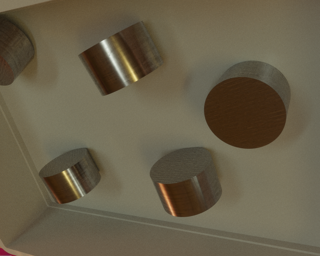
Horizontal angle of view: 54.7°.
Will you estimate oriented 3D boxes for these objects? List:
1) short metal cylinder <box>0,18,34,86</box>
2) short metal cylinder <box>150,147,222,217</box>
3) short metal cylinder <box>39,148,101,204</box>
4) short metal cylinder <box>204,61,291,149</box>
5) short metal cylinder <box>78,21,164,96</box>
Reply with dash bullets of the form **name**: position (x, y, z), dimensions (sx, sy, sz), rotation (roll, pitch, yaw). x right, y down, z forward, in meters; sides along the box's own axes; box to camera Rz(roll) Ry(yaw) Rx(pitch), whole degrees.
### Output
- **short metal cylinder**: position (-0.225, -0.105, 0.427), dimensions (0.080, 0.050, 0.080), rotation (14, 144, 11)
- **short metal cylinder**: position (0.033, 0.067, 0.396), dimensions (0.080, 0.080, 0.050), rotation (-7, 115, 31)
- **short metal cylinder**: position (-0.142, 0.074, 0.491), dimensions (0.080, 0.080, 0.050), rotation (-10, 113, 32)
- **short metal cylinder**: position (0.093, -0.025, 0.328), dimensions (0.080, 0.050, 0.079), rotation (13, 124, 20)
- **short metal cylinder**: position (-0.043, -0.077, 0.346), dimensions (0.080, 0.080, 0.050), rotation (-17, 110, 34)
